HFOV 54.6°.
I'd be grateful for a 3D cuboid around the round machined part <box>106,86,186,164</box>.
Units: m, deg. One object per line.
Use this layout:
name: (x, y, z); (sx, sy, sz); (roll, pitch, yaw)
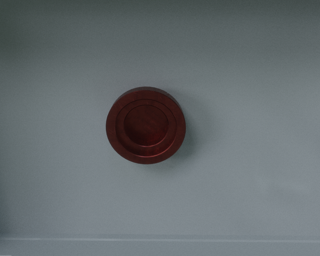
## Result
round machined part: (-0.017, -0.006, 0.400); (0.099, 0.042, 0.097); (0, 110, 0)
